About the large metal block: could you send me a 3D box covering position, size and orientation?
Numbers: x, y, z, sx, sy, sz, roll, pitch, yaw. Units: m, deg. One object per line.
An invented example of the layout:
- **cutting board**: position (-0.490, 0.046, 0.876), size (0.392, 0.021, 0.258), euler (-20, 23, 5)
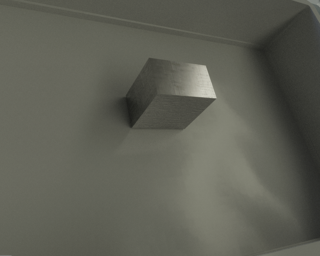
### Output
- **large metal block**: position (0.011, -0.040, 0.397), size (0.081, 0.080, 0.050), euler (1, 61, -28)
